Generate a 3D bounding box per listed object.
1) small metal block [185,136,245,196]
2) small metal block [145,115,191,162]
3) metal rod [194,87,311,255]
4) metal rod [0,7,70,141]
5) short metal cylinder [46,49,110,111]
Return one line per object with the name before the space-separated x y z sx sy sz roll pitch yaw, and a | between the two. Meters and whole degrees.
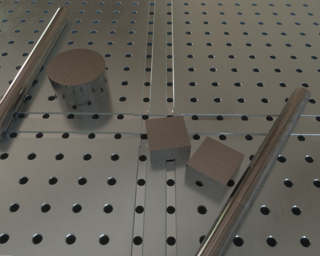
small metal block | 0.065 0.044 0.371 0.050 0.025 0.050 28 55 21
small metal block | 0.009 0.013 0.396 0.050 0.025 0.050 -7 50 -6
metal rod | 0.120 0.046 0.369 0.025 0.025 0.301 28 55 21
metal rod | -0.200 -0.104 0.493 0.025 0.025 0.300 5 50 4
short metal cylinder | -0.117 -0.071 0.450 0.081 0.050 0.080 0 50 0
